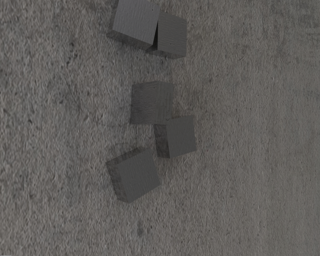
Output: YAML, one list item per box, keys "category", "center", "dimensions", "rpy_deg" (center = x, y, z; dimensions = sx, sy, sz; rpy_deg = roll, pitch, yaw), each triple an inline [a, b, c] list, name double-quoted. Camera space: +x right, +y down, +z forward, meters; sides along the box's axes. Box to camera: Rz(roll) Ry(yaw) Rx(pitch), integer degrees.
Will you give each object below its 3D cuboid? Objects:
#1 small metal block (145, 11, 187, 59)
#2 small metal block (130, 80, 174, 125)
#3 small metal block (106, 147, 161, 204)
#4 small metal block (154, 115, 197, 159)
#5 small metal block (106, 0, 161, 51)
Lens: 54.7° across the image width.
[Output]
- category: "small metal block"
  center: [0.009, -0.122, 0.411]
  dimensions: [0.050, 0.025, 0.050]
  rpy_deg: [1, 89, -40]
- category: "small metal block"
  center: [-0.011, -0.029, 0.379]
  dimensions: [0.025, 0.050, 0.050]
  rpy_deg: [5, 87, -40]
- category: "small metal block"
  center: [-0.032, 0.056, 0.378]
  dimensions: [0.050, 0.025, 0.050]
  rpy_deg: [-25, 106, -37]
- category: "small metal block"
  center: [0.021, 0.011, 0.422]
  dimensions: [0.050, 0.025, 0.050]
  rpy_deg: [-12, 98, -39]
- category: "small metal block"
  center: [-0.031, -0.127, 0.370]
  dimensions: [0.050, 0.025, 0.050]
  rpy_deg: [15, 80, -24]
